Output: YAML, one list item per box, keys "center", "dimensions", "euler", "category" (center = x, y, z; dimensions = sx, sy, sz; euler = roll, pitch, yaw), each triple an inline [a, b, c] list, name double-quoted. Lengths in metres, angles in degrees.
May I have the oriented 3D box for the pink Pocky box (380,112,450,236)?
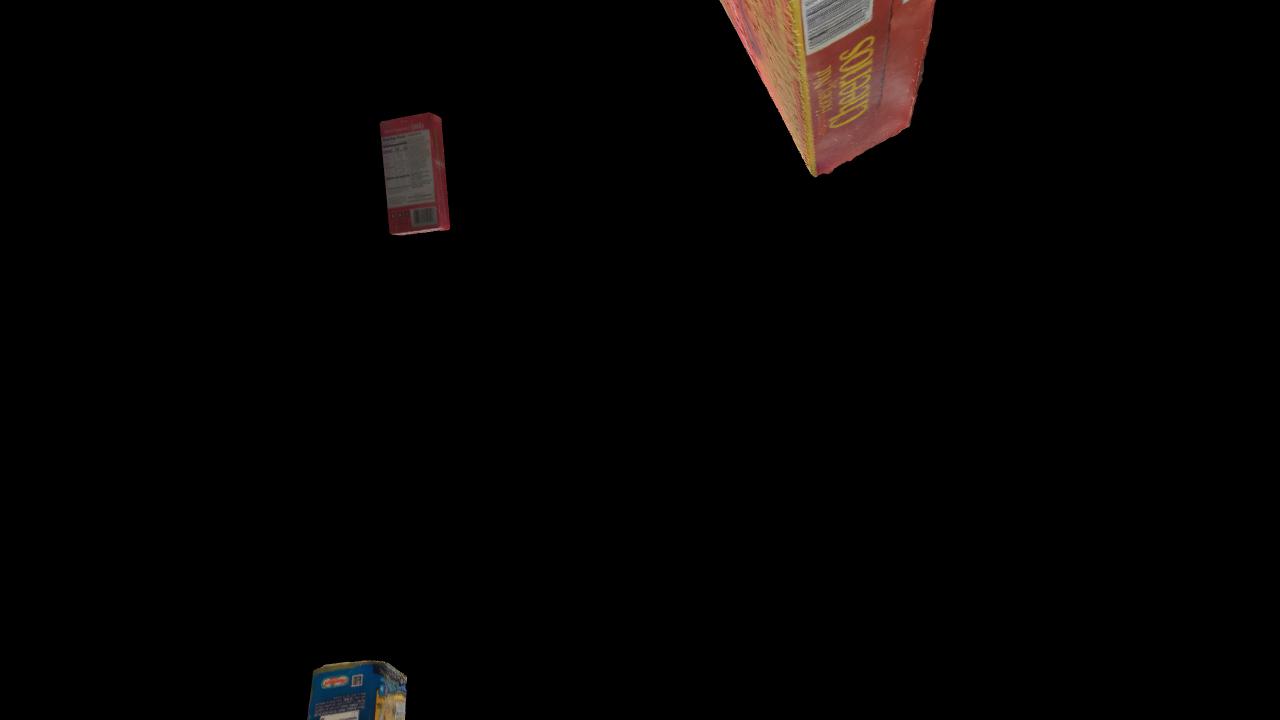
- center: [-0.309, -0.253, 0.845]
  dimensions: [0.084, 0.155, 0.029]
  euler: [-3, 4, 17]
  category: "pink Pocky box"

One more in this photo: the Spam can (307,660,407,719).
- center: [-0.212, 0.282, 0.463]
  dimensions: [0.058, 0.085, 0.101]
  euler: [-5, -36, -9]
  category: "Spam can"

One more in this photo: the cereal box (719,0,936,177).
- center: [0.060, -0.282, 0.353]
  dimensions: [0.081, 0.306, 0.203]
  euler: [-27, -12, 14]
  category: "cereal box"
